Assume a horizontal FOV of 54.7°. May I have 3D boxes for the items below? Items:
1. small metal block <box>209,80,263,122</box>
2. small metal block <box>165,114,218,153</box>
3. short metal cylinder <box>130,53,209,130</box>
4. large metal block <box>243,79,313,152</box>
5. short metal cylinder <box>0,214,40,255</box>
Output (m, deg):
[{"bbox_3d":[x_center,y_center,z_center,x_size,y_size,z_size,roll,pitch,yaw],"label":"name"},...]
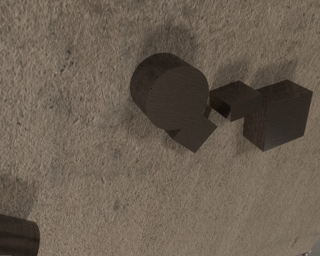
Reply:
[{"bbox_3d":[0.103,-0.038,0.426,0.050,0.050,0.025,-21,127,-16],"label":"small metal block"},{"bbox_3d":[0.044,0.001,0.433,0.050,0.025,0.050,33,100,-39],"label":"small metal block"},{"bbox_3d":[0.011,-0.044,0.371,0.081,0.050,0.079,-14,125,-21],"label":"short metal cylinder"},{"bbox_3d":[0.179,-0.020,0.479,0.081,0.050,0.079,-19,126,-18],"label":"large metal block"},{"bbox_3d":[-0.185,0.144,0.360,0.050,0.080,0.080,31,101,-39],"label":"short metal cylinder"}]
